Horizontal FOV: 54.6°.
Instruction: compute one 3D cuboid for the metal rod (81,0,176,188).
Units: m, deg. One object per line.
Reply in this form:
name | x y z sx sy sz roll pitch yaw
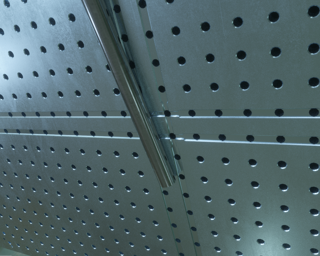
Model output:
metal rod | -0.040 -0.050 0.401 0.025 0.025 0.299 -8 115 32
